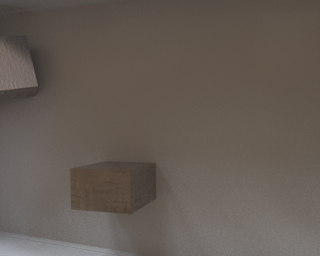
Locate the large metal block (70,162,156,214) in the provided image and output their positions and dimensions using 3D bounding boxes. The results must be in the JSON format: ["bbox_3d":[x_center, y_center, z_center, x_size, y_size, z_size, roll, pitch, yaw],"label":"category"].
[{"bbox_3d":[-0.057,0.073,0.401,0.080,0.080,0.050,-1,90,20],"label":"large metal block"}]

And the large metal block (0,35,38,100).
[{"bbox_3d":[-0.234,-0.087,0.457,0.050,0.081,0.080,-25,79,61],"label":"large metal block"}]
